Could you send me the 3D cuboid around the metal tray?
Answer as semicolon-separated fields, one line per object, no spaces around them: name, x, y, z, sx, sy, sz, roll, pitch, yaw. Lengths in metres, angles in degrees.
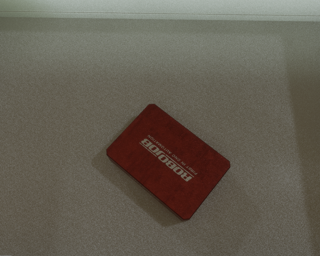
metal tray;0.010;0.041;0.392;0.130;0.030;0.090;38;74;13
